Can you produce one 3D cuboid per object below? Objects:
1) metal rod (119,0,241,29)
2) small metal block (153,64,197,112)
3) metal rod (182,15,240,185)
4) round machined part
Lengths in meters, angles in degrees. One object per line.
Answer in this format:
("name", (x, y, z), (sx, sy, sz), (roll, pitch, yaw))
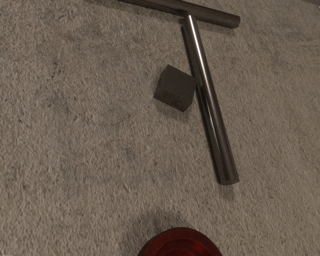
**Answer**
("metal rod", (0.018, -0.218, 0.547), (0.303, 0.025, 0.025), (3, 61, -27))
("small metal block", (0.023, -0.058, 0.454), (0.050, 0.025, 0.050), (25, 53, -13))
("metal rod", (0.072, -0.059, 0.480), (0.025, 0.025, 0.299), (5, 59, -26))
("round machined part", (0.017, 0.154, 0.310), (0.099, 0.042, 0.098), (14, 56, -21))
